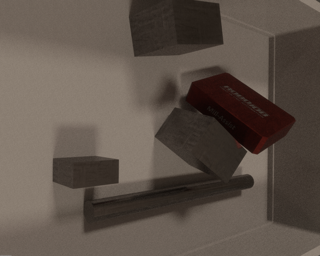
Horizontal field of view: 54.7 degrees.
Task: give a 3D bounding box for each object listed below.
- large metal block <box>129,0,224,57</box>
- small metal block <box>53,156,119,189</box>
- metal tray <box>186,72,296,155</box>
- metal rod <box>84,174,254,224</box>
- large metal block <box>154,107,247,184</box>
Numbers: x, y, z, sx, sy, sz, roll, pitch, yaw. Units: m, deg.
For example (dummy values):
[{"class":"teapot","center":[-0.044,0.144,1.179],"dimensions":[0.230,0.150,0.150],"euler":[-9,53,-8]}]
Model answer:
[{"class":"large metal block","center":[0.020,-0.123,0.389],"dimensions":[0.081,0.080,0.050],"euler":[-13,99,-40]},{"class":"small metal block","center":[-0.078,0.045,0.326],"dimensions":[0.050,0.050,0.025],"euler":[1,90,-40]},{"class":"metal tray","center":[0.113,-0.027,0.440],"dimensions":[0.091,0.130,0.030],"euler":[-22,143,-41]},{"class":"metal rod","center":[0.037,0.093,0.439],"dimensions":[0.302,0.025,0.025],"euler":[0,90,-40]},{"class":"large metal block","center":[0.053,0.021,0.412],"dimensions":[0.080,0.080,0.050],"euler":[40,79,-33]}]
